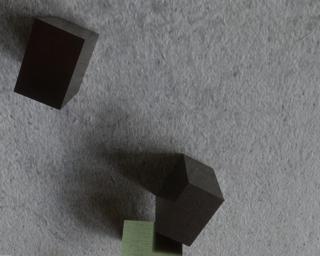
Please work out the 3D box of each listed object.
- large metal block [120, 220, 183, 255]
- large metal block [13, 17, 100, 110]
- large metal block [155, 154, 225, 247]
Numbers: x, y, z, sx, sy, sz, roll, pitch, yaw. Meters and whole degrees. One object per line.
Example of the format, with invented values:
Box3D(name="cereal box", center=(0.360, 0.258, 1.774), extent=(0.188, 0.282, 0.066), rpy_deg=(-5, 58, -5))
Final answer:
Box3D(name="large metal block", center=(-0.013, 0.175, 0.444), extent=(0.081, 0.050, 0.079), rpy_deg=(4, 138, -2))
Box3D(name="large metal block", center=(-0.113, -0.076, 0.351), extent=(0.050, 0.080, 0.079), rpy_deg=(23, 108, -9))
Box3D(name="large metal block", center=(0.035, 0.094, 0.416), extent=(0.050, 0.080, 0.080), rpy_deg=(28, 107, -10))
